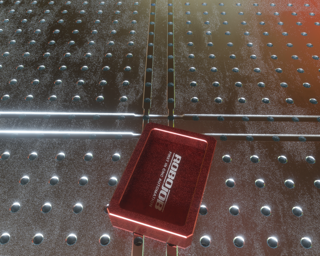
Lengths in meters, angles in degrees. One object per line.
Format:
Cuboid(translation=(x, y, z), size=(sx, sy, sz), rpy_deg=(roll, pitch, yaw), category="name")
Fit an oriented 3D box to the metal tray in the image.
Cuboid(translation=(0.007, 0.058, 0.355), size=(0.090, 0.030, 0.130), rpy_deg=(14, 51, 11), category="metal tray")
